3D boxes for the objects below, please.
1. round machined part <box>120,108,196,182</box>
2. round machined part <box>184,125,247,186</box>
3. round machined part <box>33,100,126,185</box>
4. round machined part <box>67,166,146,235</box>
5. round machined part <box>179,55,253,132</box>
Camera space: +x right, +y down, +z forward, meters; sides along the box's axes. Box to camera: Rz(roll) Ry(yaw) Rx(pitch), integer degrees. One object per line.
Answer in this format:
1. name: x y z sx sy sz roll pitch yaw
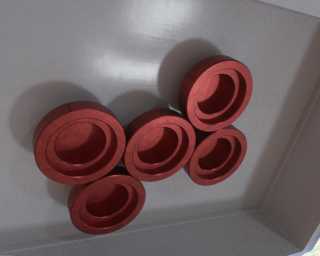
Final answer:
1. round machined part: -0.007 0.018 0.401 0.099 0.042 0.097 -14 124 -21
2. round machined part: 0.075 0.033 0.456 0.099 0.042 0.097 -14 124 -21
3. round machined part: -0.092 0.013 0.352 0.099 0.042 0.097 -14 124 -21
4. round machined part: -0.072 0.090 0.410 0.099 0.042 0.097 -14 124 -21
5. round machined part: 0.067 -0.047 0.402 0.099 0.042 0.097 -14 124 -21
